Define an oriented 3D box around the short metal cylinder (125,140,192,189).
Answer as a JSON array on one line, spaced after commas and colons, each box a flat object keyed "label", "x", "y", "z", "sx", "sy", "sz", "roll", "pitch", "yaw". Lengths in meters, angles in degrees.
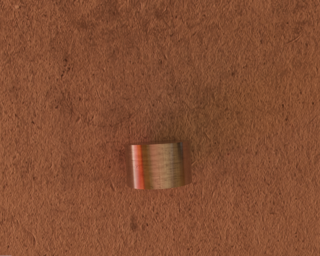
[{"label": "short metal cylinder", "x": -0.002, "y": 0.043, "z": 0.382, "sx": 0.080, "sy": 0.080, "sz": 0.050, "roll": -3, "pitch": 90, "yaw": 0}]
